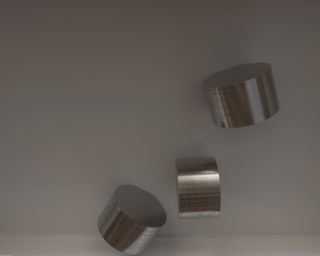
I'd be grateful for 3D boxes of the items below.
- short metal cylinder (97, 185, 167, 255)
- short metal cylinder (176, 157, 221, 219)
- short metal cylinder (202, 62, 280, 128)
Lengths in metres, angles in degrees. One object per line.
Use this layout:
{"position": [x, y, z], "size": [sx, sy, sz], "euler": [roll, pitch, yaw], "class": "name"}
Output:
{"position": [-0.038, 0.125, 0.427], "size": [0.080, 0.080, 0.050], "euler": [29, 107, -11], "class": "short metal cylinder"}
{"position": [0.048, 0.079, 0.412], "size": [0.050, 0.080, 0.079], "euler": [-3, 110, 0], "class": "short metal cylinder"}
{"position": [0.096, -0.040, 0.369], "size": [0.080, 0.080, 0.050], "euler": [-18, 110, 6], "class": "short metal cylinder"}
